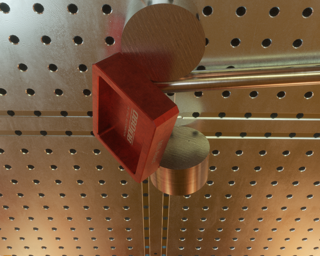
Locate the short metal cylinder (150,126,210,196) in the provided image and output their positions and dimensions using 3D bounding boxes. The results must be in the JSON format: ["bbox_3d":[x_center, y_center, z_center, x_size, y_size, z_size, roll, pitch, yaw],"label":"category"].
[{"bbox_3d":[0.025,0.042,0.412,0.080,0.080,0.050,-3,130,2],"label":"short metal cylinder"}]

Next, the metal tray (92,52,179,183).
[{"bbox_3d":[-0.033,-0.005,0.334,0.090,0.030,0.129,45,149,18],"label":"metal tray"}]

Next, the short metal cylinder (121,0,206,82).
[{"bbox_3d":[0.003,-0.095,0.315,0.081,0.050,0.079,0,130,0],"label":"short metal cylinder"}]

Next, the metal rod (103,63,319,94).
[{"bbox_3d":[0.077,-0.057,0.363,0.302,0.025,0.025,-3,130,2],"label":"metal rod"}]
